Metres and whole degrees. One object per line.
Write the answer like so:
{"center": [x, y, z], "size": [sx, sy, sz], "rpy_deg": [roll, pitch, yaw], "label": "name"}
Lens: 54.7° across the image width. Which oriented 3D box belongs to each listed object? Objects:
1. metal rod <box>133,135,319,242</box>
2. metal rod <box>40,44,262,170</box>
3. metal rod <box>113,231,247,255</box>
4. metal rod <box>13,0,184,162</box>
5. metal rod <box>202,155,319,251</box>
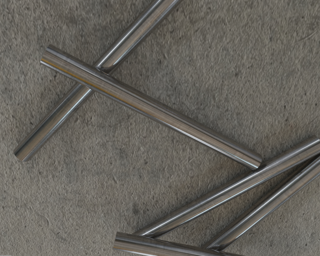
{"center": [0.089, 0.096, 0.445], "size": [0.300, 0.025, 0.025], "rpy_deg": [-31, 107, 10], "label": "metal rod"}
{"center": [0.003, -0.018, 0.385], "size": [0.301, 0.025, 0.025], "rpy_deg": [26, 108, -16], "label": "metal rod"}
{"center": [0.083, 0.192, 0.453], "size": [0.302, 0.025, 0.025], "rpy_deg": [13, 110, -5], "label": "metal rod"}
{"center": [-0.081, -0.063, 0.385], "size": [0.299, 0.025, 0.025], "rpy_deg": [-43, 105, 14], "label": "metal rod"}
{"center": [0.167, 0.102, 0.448], "size": [0.025, 0.025, 0.299], "rpy_deg": [42, 105, -14], "label": "metal rod"}
